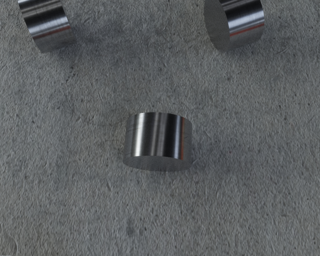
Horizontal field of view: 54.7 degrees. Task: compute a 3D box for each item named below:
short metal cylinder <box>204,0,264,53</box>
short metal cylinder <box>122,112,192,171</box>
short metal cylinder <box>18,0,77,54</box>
[{"bbox_3d":[0.102,-0.152,0.435,0.050,0.080,0.080,-20,71,-7],"label":"short metal cylinder"},{"bbox_3d":[-0.002,0.019,0.372,0.080,0.080,0.050,3,70,1],"label":"short metal cylinder"},{"bbox_3d":[-0.155,-0.150,0.433,0.050,0.080,0.080,-21,72,-7],"label":"short metal cylinder"}]
